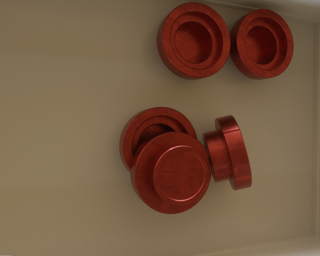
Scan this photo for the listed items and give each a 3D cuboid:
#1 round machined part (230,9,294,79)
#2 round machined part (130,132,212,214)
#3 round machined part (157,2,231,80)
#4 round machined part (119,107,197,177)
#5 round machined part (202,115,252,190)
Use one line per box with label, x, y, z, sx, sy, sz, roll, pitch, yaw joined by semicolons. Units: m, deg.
round machined part;0.143;-0.119;0.456;0.099;0.042;0.097;0;90;-21
round machined part;0.018;0.053;0.365;0.099;0.042;0.097;0;91;-20
round machined part;0.042;-0.113;0.418;0.099;0.042;0.097;0;90;-21
round machined part;-0.005;0.022;0.401;0.099;0.042;0.097;0;90;-20
round machined part;0.085;0.035;0.409;0.042;0.098;0.097;-14;95;4
